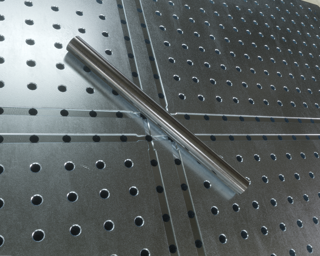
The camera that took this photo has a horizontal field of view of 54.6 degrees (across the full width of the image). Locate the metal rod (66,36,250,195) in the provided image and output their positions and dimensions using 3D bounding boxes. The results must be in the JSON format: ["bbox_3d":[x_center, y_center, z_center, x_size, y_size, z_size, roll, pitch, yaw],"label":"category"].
[{"bbox_3d":[-0.002,-0.016,0.417,0.300,0.025,0.025,40,51,-1],"label":"metal rod"}]
